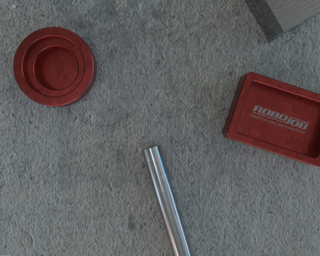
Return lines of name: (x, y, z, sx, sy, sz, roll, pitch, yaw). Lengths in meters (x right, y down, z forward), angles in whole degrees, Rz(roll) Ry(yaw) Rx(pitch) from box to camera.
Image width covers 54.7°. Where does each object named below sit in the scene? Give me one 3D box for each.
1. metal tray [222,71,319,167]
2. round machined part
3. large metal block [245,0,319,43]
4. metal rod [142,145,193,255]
metal tray: (0.159, -0.011, 0.409, 0.131, 0.030, 0.090, 18, 90, -1)
round machined part: (-0.130, -0.076, 0.400, 0.099, 0.042, 0.097, 0, 90, -1)
large metal block: (0.165, -0.171, 0.400, 0.080, 0.050, 0.080, -30, 90, 0)
metal rod: (0.030, 0.169, 0.410, 0.025, 0.025, 0.298, -17, 90, 0)
